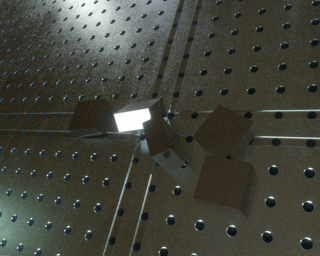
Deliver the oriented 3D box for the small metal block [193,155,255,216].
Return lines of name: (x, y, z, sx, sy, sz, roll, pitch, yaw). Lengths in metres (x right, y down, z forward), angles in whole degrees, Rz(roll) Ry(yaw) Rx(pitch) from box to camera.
small metal block: (0.070, 0.061, 0.334, 0.050, 0.025, 0.050, 8, 65, 31)

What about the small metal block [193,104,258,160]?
small metal block: (0.077, 0.007, 0.363, 0.050, 0.025, 0.050, 35, 81, 38)

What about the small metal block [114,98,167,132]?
small metal block: (-0.025, -0.018, 0.414, 0.050, 0.025, 0.050, -8, 18, 24)

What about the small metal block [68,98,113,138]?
small metal block: (-0.105, -0.015, 0.471, 0.050, 0.025, 0.050, -5, 60, 25)

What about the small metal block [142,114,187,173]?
small metal block: (0.005, 0.020, 0.376, 0.025, 0.050, 0.050, -26, 53, 12)
